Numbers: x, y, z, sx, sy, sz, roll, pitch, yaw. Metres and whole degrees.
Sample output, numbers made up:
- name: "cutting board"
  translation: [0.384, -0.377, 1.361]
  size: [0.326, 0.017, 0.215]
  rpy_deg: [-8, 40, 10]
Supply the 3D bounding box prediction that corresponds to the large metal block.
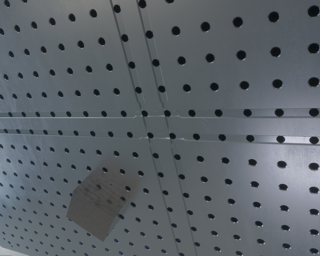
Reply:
- name: "large metal block"
  translation: [-0.109, 0.138, 0.538]
  size: [0.080, 0.050, 0.080]
  rpy_deg: [31, 129, 8]
